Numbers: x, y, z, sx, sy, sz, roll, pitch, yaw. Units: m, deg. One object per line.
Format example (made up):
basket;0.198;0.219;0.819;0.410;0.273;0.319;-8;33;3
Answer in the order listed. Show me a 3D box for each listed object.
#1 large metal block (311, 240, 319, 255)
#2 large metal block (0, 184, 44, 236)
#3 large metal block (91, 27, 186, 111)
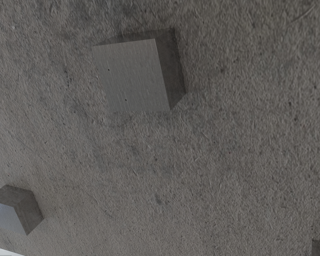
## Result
large metal block;0.238;0.190;0.383;0.080;0.050;0.080;-7;115;31
large metal block;-0.307;0.174;0.661;0.080;0.050;0.079;6;121;25
large metal block;-0.022;-0.066;0.361;0.080;0.050;0.080;1;119;27
